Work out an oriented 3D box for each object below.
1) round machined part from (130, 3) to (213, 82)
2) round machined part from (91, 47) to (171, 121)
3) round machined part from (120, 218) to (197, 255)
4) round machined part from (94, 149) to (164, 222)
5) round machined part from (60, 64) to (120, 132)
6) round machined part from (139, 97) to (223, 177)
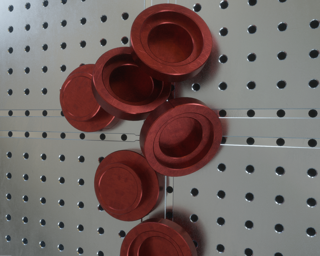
[{"bbox_3d":[0.012,-0.100,0.384,0.099,0.042,0.098,3,72,-9],"label":"round machined part"},{"bbox_3d":[-0.038,-0.053,0.400,0.099,0.042,0.098,7,63,-15],"label":"round machined part"},{"bbox_3d":[0.001,0.165,0.403,0.098,0.042,0.097,0,90,20],"label":"round machined part"},{"bbox_3d":[-0.047,0.079,0.421,0.098,0.042,0.097,0,90,20],"label":"round machined part"},{"bbox_3d":[-0.101,-0.042,0.440,0.098,0.042,0.097,0,90,20],"label":"round machined part"},{"bbox_3d":[0.022,0.007,0.377,0.098,0.098,0.042,-54,31,12],"label":"round machined part"}]
